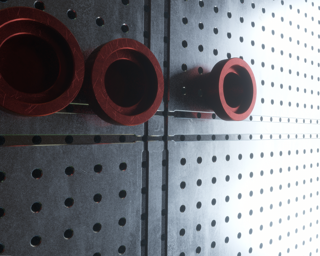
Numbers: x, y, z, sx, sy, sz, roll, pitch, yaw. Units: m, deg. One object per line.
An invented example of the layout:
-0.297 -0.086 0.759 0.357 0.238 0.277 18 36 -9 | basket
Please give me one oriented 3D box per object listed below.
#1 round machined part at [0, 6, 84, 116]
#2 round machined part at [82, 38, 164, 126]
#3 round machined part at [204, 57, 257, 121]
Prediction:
-0.126 -0.059 0.293 0.099 0.042 0.097 0 90 -40 | round machined part
-0.046 -0.051 0.361 0.099 0.042 0.097 0 90 -40 | round machined part
0.108 -0.059 0.491 0.099 0.042 0.097 0 90 -40 | round machined part
